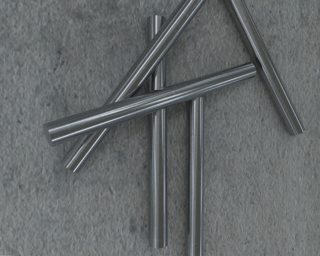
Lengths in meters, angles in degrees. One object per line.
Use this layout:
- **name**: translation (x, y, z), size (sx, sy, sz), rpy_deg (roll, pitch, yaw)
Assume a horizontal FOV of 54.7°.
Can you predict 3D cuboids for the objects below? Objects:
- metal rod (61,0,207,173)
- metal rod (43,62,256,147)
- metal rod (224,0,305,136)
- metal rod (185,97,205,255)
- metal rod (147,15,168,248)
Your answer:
- **metal rod**: translation (-0.020, -0.074, 0.380), size (0.025, 0.025, 0.300), rpy_deg (37, 86, -17)
- **metal rod**: translation (0.010, -0.039, 0.386), size (0.302, 0.025, 0.025), rpy_deg (-21, 97, -30)
- **metal rod**: translation (0.144, -0.121, 0.463), size (0.025, 0.025, 0.299), rpy_deg (-33, 101, -17)
- **metal rod**: translation (0.048, 0.108, 0.428), size (0.025, 0.025, 0.298), rpy_deg (0, 90, -20)
- **metal rod**: translation (-0.003, 0.005, 0.408), size (0.025, 0.025, 0.298), rpy_deg (-1, 90, -20)
